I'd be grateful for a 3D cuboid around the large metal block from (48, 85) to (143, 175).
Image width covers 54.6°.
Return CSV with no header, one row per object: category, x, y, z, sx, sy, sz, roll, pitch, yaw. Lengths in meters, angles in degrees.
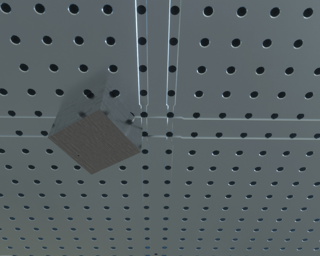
large metal block,-0.079,0.005,0.398,0.080,0.050,0.080,-26,126,20
